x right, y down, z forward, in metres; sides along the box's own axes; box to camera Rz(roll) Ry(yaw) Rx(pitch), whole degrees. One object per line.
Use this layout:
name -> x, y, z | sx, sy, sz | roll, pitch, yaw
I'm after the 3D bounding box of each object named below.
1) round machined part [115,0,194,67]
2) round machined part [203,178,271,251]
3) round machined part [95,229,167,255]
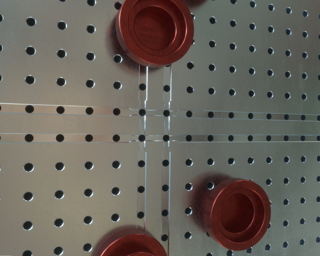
round machined part -> -0.009, -0.126, 0.401 | 0.099, 0.042, 0.097 | 0, 90, -21
round machined part -> 0.106, 0.120, 0.445 | 0.099, 0.042, 0.097 | 0, 90, -21
round machined part -> -0.034, 0.183, 0.392 | 0.099, 0.042, 0.097 | 0, 90, -21
